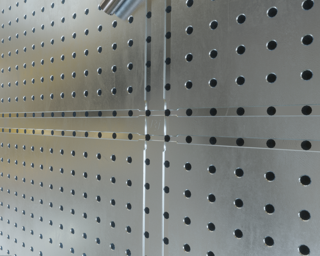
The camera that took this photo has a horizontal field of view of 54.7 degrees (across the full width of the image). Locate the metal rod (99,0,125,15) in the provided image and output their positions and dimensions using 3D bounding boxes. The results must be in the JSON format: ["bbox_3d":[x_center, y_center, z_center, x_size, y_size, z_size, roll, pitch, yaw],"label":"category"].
[{"bbox_3d":[0.017,-0.260,0.393,0.299,0.025,0.025,-38,67,33],"label":"metal rod"}]
